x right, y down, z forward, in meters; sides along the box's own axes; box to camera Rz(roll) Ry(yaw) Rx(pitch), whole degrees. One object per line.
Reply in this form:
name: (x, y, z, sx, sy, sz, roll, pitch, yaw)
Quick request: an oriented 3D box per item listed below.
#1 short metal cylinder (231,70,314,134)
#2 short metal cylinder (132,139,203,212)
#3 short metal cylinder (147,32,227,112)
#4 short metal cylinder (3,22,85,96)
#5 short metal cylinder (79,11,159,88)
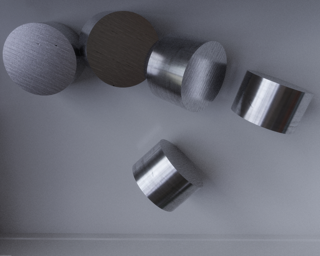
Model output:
short metal cylinder: (0.133, -0.033, 0.372, 0.080, 0.080, 0.050, 17, 109, -7)
short metal cylinder: (0.011, 0.061, 0.405, 0.050, 0.080, 0.080, -43, 105, 14)
short metal cylinder: (0.032, -0.064, 0.352, 0.050, 0.081, 0.079, 27, 115, 36)
short metal cylinder: (-0.133, -0.083, 0.365, 0.081, 0.050, 0.079, 0, 110, 0)
short metal cylinder: (-0.047, -0.090, 0.350, 0.081, 0.050, 0.079, -9, 113, -21)
